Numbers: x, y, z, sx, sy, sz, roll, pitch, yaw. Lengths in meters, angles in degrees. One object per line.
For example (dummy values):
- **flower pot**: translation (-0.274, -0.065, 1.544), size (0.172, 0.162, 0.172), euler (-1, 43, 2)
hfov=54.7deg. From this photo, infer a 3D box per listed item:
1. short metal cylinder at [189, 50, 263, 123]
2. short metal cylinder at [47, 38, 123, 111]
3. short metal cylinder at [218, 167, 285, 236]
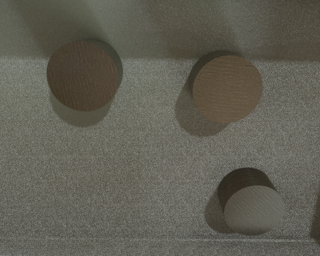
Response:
- **short metal cylinder**: translation (0.078, -0.052, 0.379), size (0.081, 0.050, 0.079), euler (0, 110, 0)
- **short metal cylinder**: translation (-0.087, -0.065, 0.373), size (0.081, 0.050, 0.079), euler (0, 110, 0)
- **short metal cylinder**: translation (0.126, 0.103, 0.437), size (0.081, 0.050, 0.079), euler (0, 110, 0)
